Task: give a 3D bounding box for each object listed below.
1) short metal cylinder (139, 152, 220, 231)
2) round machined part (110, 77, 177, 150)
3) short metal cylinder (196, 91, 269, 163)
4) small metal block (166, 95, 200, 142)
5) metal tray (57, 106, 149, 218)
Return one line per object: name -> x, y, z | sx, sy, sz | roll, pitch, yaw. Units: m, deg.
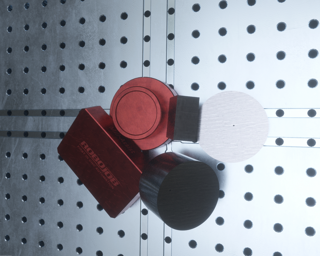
short metal cylinder -> 0.022, 0.072, 0.365 | 0.050, 0.081, 0.079 | 16, 97, 63
round machined part -> -0.023, -0.019, 0.407 | 0.098, 0.042, 0.097 | 0, 90, 19
short metal cylinder -> 0.086, -0.001, 0.365 | 0.080, 0.050, 0.079 | 0, 90, 20
small metal block -> 0.026, -0.011, 0.367 | 0.025, 0.050, 0.050 | 5, 91, -8
metal tray -> -0.074, 0.045, 0.420 | 0.130, 0.030, 0.090 | 47, 119, 13
